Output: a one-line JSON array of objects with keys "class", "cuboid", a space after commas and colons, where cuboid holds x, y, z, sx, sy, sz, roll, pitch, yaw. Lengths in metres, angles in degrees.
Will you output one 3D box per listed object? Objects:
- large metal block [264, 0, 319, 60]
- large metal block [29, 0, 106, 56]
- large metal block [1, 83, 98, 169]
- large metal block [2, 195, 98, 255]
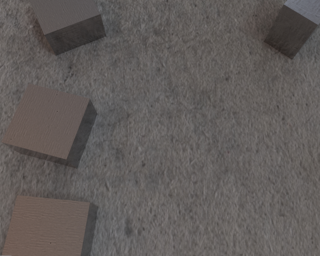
[{"class": "large metal block", "cuboid": [0.203, -0.159, 0.440, 0.050, 0.080, 0.080, 38, 74, 12]}, {"class": "large metal block", "cuboid": [-0.135, -0.165, 0.454, 0.080, 0.050, 0.080, -25, 72, -9]}, {"class": "large metal block", "cuboid": [-0.135, -0.002, 0.394, 0.080, 0.050, 0.080, 14, 71, 5]}, {"class": "large metal block", "cuboid": [-0.121, 0.123, 0.348, 0.080, 0.050, 0.080, 5, 70, 1]}]
